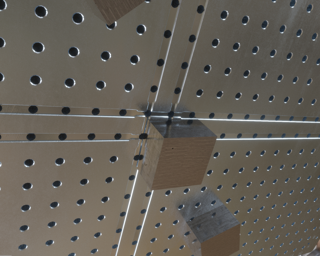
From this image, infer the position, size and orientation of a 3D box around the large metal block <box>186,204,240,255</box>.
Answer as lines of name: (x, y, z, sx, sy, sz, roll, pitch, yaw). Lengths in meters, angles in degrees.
large metal block: (0.099, 0.200, 0.572, 0.081, 0.050, 0.080, -20, 126, -17)

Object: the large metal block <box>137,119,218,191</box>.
large metal block: (0.022, 0.035, 0.427, 0.081, 0.050, 0.079, -1, 119, -28)

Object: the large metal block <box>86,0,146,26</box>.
large metal block: (-0.041, -0.154, 0.277, 0.080, 0.050, 0.080, -37, 129, -4)
